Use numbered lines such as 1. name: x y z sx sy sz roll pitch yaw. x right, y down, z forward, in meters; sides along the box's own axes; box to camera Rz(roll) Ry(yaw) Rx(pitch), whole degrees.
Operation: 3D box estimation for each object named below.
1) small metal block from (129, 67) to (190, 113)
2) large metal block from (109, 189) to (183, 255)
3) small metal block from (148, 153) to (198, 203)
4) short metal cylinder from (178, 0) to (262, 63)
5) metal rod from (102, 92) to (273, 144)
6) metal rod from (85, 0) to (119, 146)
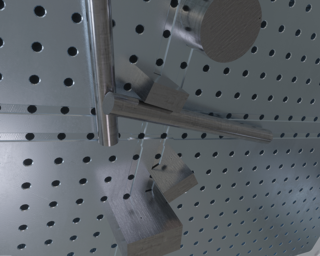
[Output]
1. small metal block: -0.002 -0.045 0.366 0.050 0.050 0.025 14 111 -34
2. large metal block: -0.023 0.143 0.452 0.081 0.080 0.050 -11 123 -23
3. small metal block: 0.019 0.072 0.450 0.050 0.050 0.025 -32 129 -8
4. short metal cylinder: 0.068 -0.122 0.357 0.081 0.050 0.079 -14 124 -21
5. metal rod: 0.061 -0.006 0.424 0.302 0.025 0.025 10 114 -38
6. metal rod: -0.061 -0.111 0.309 0.025 0.025 0.298 -13 124 -22
